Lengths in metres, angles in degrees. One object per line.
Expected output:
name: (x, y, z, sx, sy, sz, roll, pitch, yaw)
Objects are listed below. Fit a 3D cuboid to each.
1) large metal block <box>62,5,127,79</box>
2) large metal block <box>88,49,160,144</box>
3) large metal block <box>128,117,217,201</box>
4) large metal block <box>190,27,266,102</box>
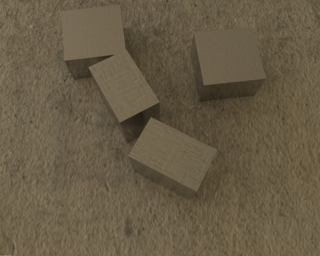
large metal block: (-0.090, -0.121, 0.438, 0.081, 0.050, 0.080, -8, 70, -3)
large metal block: (-0.042, -0.037, 0.392, 0.050, 0.080, 0.080, -28, 73, -10)
large metal block: (0.014, 0.040, 0.365, 0.080, 0.080, 0.050, 27, 72, 9)
large metal block: (0.090, -0.087, 0.428, 0.081, 0.050, 0.080, -6, 70, -3)
